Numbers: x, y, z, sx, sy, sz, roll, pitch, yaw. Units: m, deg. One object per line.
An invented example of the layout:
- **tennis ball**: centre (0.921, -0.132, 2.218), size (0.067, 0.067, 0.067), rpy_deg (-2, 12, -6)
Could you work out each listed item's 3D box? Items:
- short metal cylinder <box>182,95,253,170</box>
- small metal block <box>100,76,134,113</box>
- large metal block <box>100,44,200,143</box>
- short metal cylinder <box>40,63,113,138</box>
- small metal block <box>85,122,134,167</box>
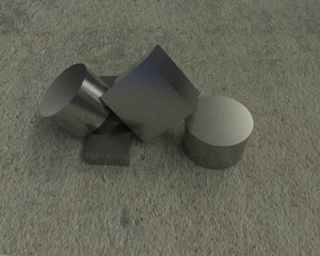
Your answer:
- **short metal cylinder**: centre (0.069, 0.005, 0.385), size (0.081, 0.050, 0.080), rpy_deg (0, 50, 0)
- **small metal block**: centre (-0.063, -0.049, 0.445), size (0.050, 0.025, 0.050), rpy_deg (-1, 50, -1)
- **large metal block**: centre (-0.011, -0.040, 0.379), size (0.080, 0.080, 0.050), rpy_deg (47, 32, -16)
- **short metal cylinder**: centre (-0.104, -0.035, 0.393), size (0.080, 0.050, 0.080), rpy_deg (-24, 45, 27)
- **small metal block**: centre (-0.061, 0.020, 0.387), size (0.050, 0.025, 0.050), rpy_deg (2, 50, 1)
